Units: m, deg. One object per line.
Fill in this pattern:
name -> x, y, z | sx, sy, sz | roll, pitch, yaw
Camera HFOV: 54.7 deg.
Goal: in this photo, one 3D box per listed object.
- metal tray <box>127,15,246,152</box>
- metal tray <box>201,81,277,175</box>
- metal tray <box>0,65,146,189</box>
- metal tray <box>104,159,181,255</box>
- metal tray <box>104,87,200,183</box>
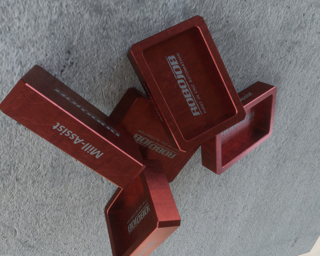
metal tray -> 0.031, -0.049, 0.355 | 0.090, 0.030, 0.129 | -28, 99, -11
metal tray -> 0.115, -0.002, 0.448 | 0.131, 0.030, 0.089 | -30, 130, -28
metal tray -> -0.079, -0.003, 0.302 | 0.130, 0.090, 0.030 | 38, 97, -23
metal tray -> -0.029, 0.111, 0.395 | 0.030, 0.090, 0.129 | 6, 136, -31
metal tray -> -0.010, 0.015, 0.410 | 0.131, 0.030, 0.090 | 28, 103, -38
